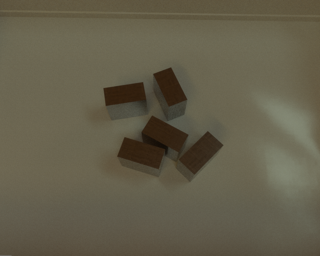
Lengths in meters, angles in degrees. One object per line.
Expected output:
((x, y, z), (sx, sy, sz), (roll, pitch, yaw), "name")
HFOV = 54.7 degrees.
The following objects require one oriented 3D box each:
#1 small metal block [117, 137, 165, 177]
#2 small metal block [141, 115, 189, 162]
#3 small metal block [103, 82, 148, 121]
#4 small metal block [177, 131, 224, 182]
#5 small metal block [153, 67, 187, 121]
((-0.022, 0.037, 0.383), (0.050, 0.050, 0.025), (16, 71, 5), "small metal block")
((0.006, 0.015, 0.391), (0.050, 0.050, 0.025), (28, 73, 9), "small metal block")
((-0.044, -0.034, 0.408), (0.050, 0.050, 0.025), (-9, 71, -4), "small metal block")
((0.048, 0.037, 0.384), (0.050, 0.050, 0.025), (-43, 76, -14), "small metal block")
((0.013, -0.044, 0.413), (0.025, 0.050, 0.050), (-22, 72, -8), "small metal block")
